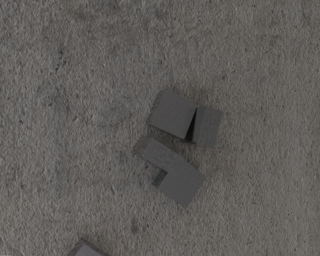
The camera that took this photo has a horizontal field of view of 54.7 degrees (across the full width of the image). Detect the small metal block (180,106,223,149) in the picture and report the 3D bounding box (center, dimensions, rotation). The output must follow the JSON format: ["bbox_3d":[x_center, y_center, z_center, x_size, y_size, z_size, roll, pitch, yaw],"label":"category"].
[{"bbox_3d":[0.055,-0.001,0.416,0.025,0.050,0.050,17,85,-19],"label":"small metal block"}]

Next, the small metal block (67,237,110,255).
[{"bbox_3d":[-0.090,0.171,0.376,0.050,0.025,0.050,42,77,-15],"label":"small metal block"}]

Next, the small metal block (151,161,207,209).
[{"bbox_3d":[0.026,0.071,0.419,0.050,0.025,0.050,39,78,-16],"label":"small metal block"}]

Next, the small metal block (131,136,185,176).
[{"bbox_3d":[-0.004,0.035,0.394,0.050,0.050,0.025,34,79,-17],"label":"small metal block"}]

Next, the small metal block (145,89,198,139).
[{"bbox_3d":[0.015,-0.018,0.414,0.050,0.025,0.050,25,82,-19],"label":"small metal block"}]
